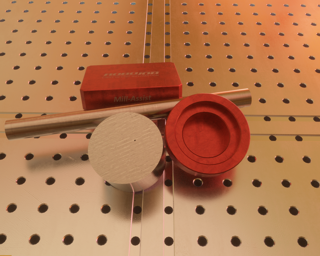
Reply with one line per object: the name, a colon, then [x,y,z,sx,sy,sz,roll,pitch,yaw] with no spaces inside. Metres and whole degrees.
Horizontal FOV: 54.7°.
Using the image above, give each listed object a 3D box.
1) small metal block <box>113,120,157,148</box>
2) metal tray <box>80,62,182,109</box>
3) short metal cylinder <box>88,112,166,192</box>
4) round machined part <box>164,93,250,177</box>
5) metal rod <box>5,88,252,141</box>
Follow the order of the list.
small metal block: [-0.035,0.009,0.410,0.050,0.025,0.050,14,51,11]
metal tray: [-0.040,-0.061,0.437,0.131,0.030,0.090,-3,32,-4]
short metal cylinder: [-0.035,0.029,0.352,0.080,0.050,0.080,-2,68,5]
round machined part: [0.054,0.011,0.373,0.099,0.042,0.098,1,72,-4]
metal rod: [-0.032,-0.019,0.389,0.302,0.025,0.025,-8,51,-8]
